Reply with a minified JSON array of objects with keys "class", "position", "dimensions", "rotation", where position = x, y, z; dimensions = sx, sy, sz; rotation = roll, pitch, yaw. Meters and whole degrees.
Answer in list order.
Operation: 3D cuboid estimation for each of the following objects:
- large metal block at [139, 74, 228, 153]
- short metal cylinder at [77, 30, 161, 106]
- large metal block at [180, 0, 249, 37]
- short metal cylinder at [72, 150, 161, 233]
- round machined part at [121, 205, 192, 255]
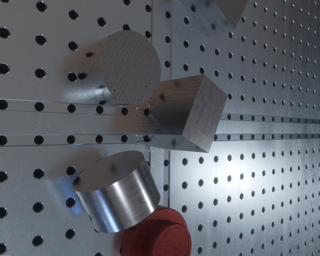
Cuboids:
[{"class":"large metal block","position":[0.029,-0.017,0.398],"dimensions":[0.050,0.080,0.080],"rotation":[33,69,-35]},{"class":"short metal cylinder","position":[-0.046,-0.066,0.354],"dimensions":[0.081,0.050,0.080],"rotation":[0,90,-40]},{"class":"large metal block","position":[0.084,-0.198,0.463],"dimensions":[0.080,0.050,0.080],"rotation":[41,65,-33]},{"class":"short metal cylinder","position":[-0.046,0.066,0.335],"dimensions":[0.081,0.080,0.050],"rotation":[-34,111,-35]},{"class":"round machined part","position":[0.003,0.153,0.401],"dimensions":[0.099,0.042,0.097],"rotation":[0,90,-40]}]
